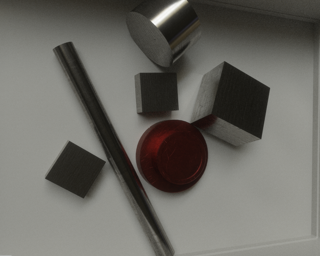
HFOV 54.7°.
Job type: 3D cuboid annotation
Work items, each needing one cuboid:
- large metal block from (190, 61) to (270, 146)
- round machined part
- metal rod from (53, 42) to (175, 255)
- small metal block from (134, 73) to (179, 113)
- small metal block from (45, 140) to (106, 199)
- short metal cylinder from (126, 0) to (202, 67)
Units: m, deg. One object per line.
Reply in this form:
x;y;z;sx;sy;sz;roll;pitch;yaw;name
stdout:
0.097;-0.031;0.424;0.080;0.050;0.080;25;67;-19;large metal block
0.021;0.037;0.410;0.099;0.042;0.097;0;90;-20;round machined part
-0.054;0.037;0.391;0.025;0.025;0.299;-28;100;-18;metal rod
-0.005;-0.046;0.410;0.050;0.025;0.050;-4;92;-20;small metal block
-0.102;0.049;0.374;0.050;0.025;0.050;33;79;-17;small metal block
0.004;-0.123;0.384;0.050;0.080;0.080;-45;104;-15;short metal cylinder
